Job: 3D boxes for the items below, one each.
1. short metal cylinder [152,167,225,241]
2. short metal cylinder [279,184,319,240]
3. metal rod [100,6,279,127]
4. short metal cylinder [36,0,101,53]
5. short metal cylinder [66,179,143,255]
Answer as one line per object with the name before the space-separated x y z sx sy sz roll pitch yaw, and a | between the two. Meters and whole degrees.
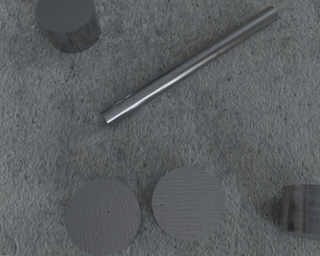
short metal cylinder | 0.031 0.090 0.362 0.081 0.050 0.080 0 70 0
short metal cylinder | 0.177 0.097 0.345 0.080 0.080 0.050 10 71 3
metal rod | 0.049 -0.093 0.442 0.301 0.025 0.025 -34 74 -12
short metal cylinder | -0.131 -0.157 0.451 0.081 0.050 0.080 0 70 0
short metal cylinder | -0.061 0.103 0.357 0.081 0.050 0.080 0 70 0
